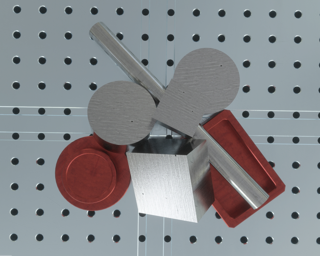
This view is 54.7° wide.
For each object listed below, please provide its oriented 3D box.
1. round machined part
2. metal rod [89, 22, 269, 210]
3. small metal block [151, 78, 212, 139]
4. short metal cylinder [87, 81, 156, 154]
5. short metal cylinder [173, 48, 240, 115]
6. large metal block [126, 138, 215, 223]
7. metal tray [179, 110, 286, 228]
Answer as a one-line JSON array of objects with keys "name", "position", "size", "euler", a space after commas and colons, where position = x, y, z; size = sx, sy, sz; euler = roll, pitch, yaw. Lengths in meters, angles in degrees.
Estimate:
[{"name": "round machined part", "position": [-0.087, 0.059, 0.400], "size": [0.099, 0.042, 0.097], "euler": [0, 90, 0]}, {"name": "metal rod", "position": [0.017, -0.022, 0.385], "size": [0.025, 0.025, 0.300], "euler": [-43, 81, 0]}, {"name": "small metal block", "position": [0.024, -0.021, 0.357], "size": [0.050, 0.025, 0.050], "euler": [26, 82, 0]}, {"name": "short metal cylinder", "position": [-0.047, -0.012, 0.386], "size": [0.081, 0.050, 0.080], "euler": [2, 73, -8]}, {"name": "short metal cylinder", "position": [0.056, -0.057, 0.398], "size": [0.081, 0.050, 0.079], "euler": [0, 90, 0]}, {"name": "large metal block", "position": [0.014, 0.059, 0.371], "size": [0.080, 0.050, 0.079], "euler": [-1, 107, 33]}, {"name": "metal tray", "position": [0.088, 0.052, 0.408], "size": [0.090, 0.030, 0.130], "euler": [-36, 90, 0]}]
